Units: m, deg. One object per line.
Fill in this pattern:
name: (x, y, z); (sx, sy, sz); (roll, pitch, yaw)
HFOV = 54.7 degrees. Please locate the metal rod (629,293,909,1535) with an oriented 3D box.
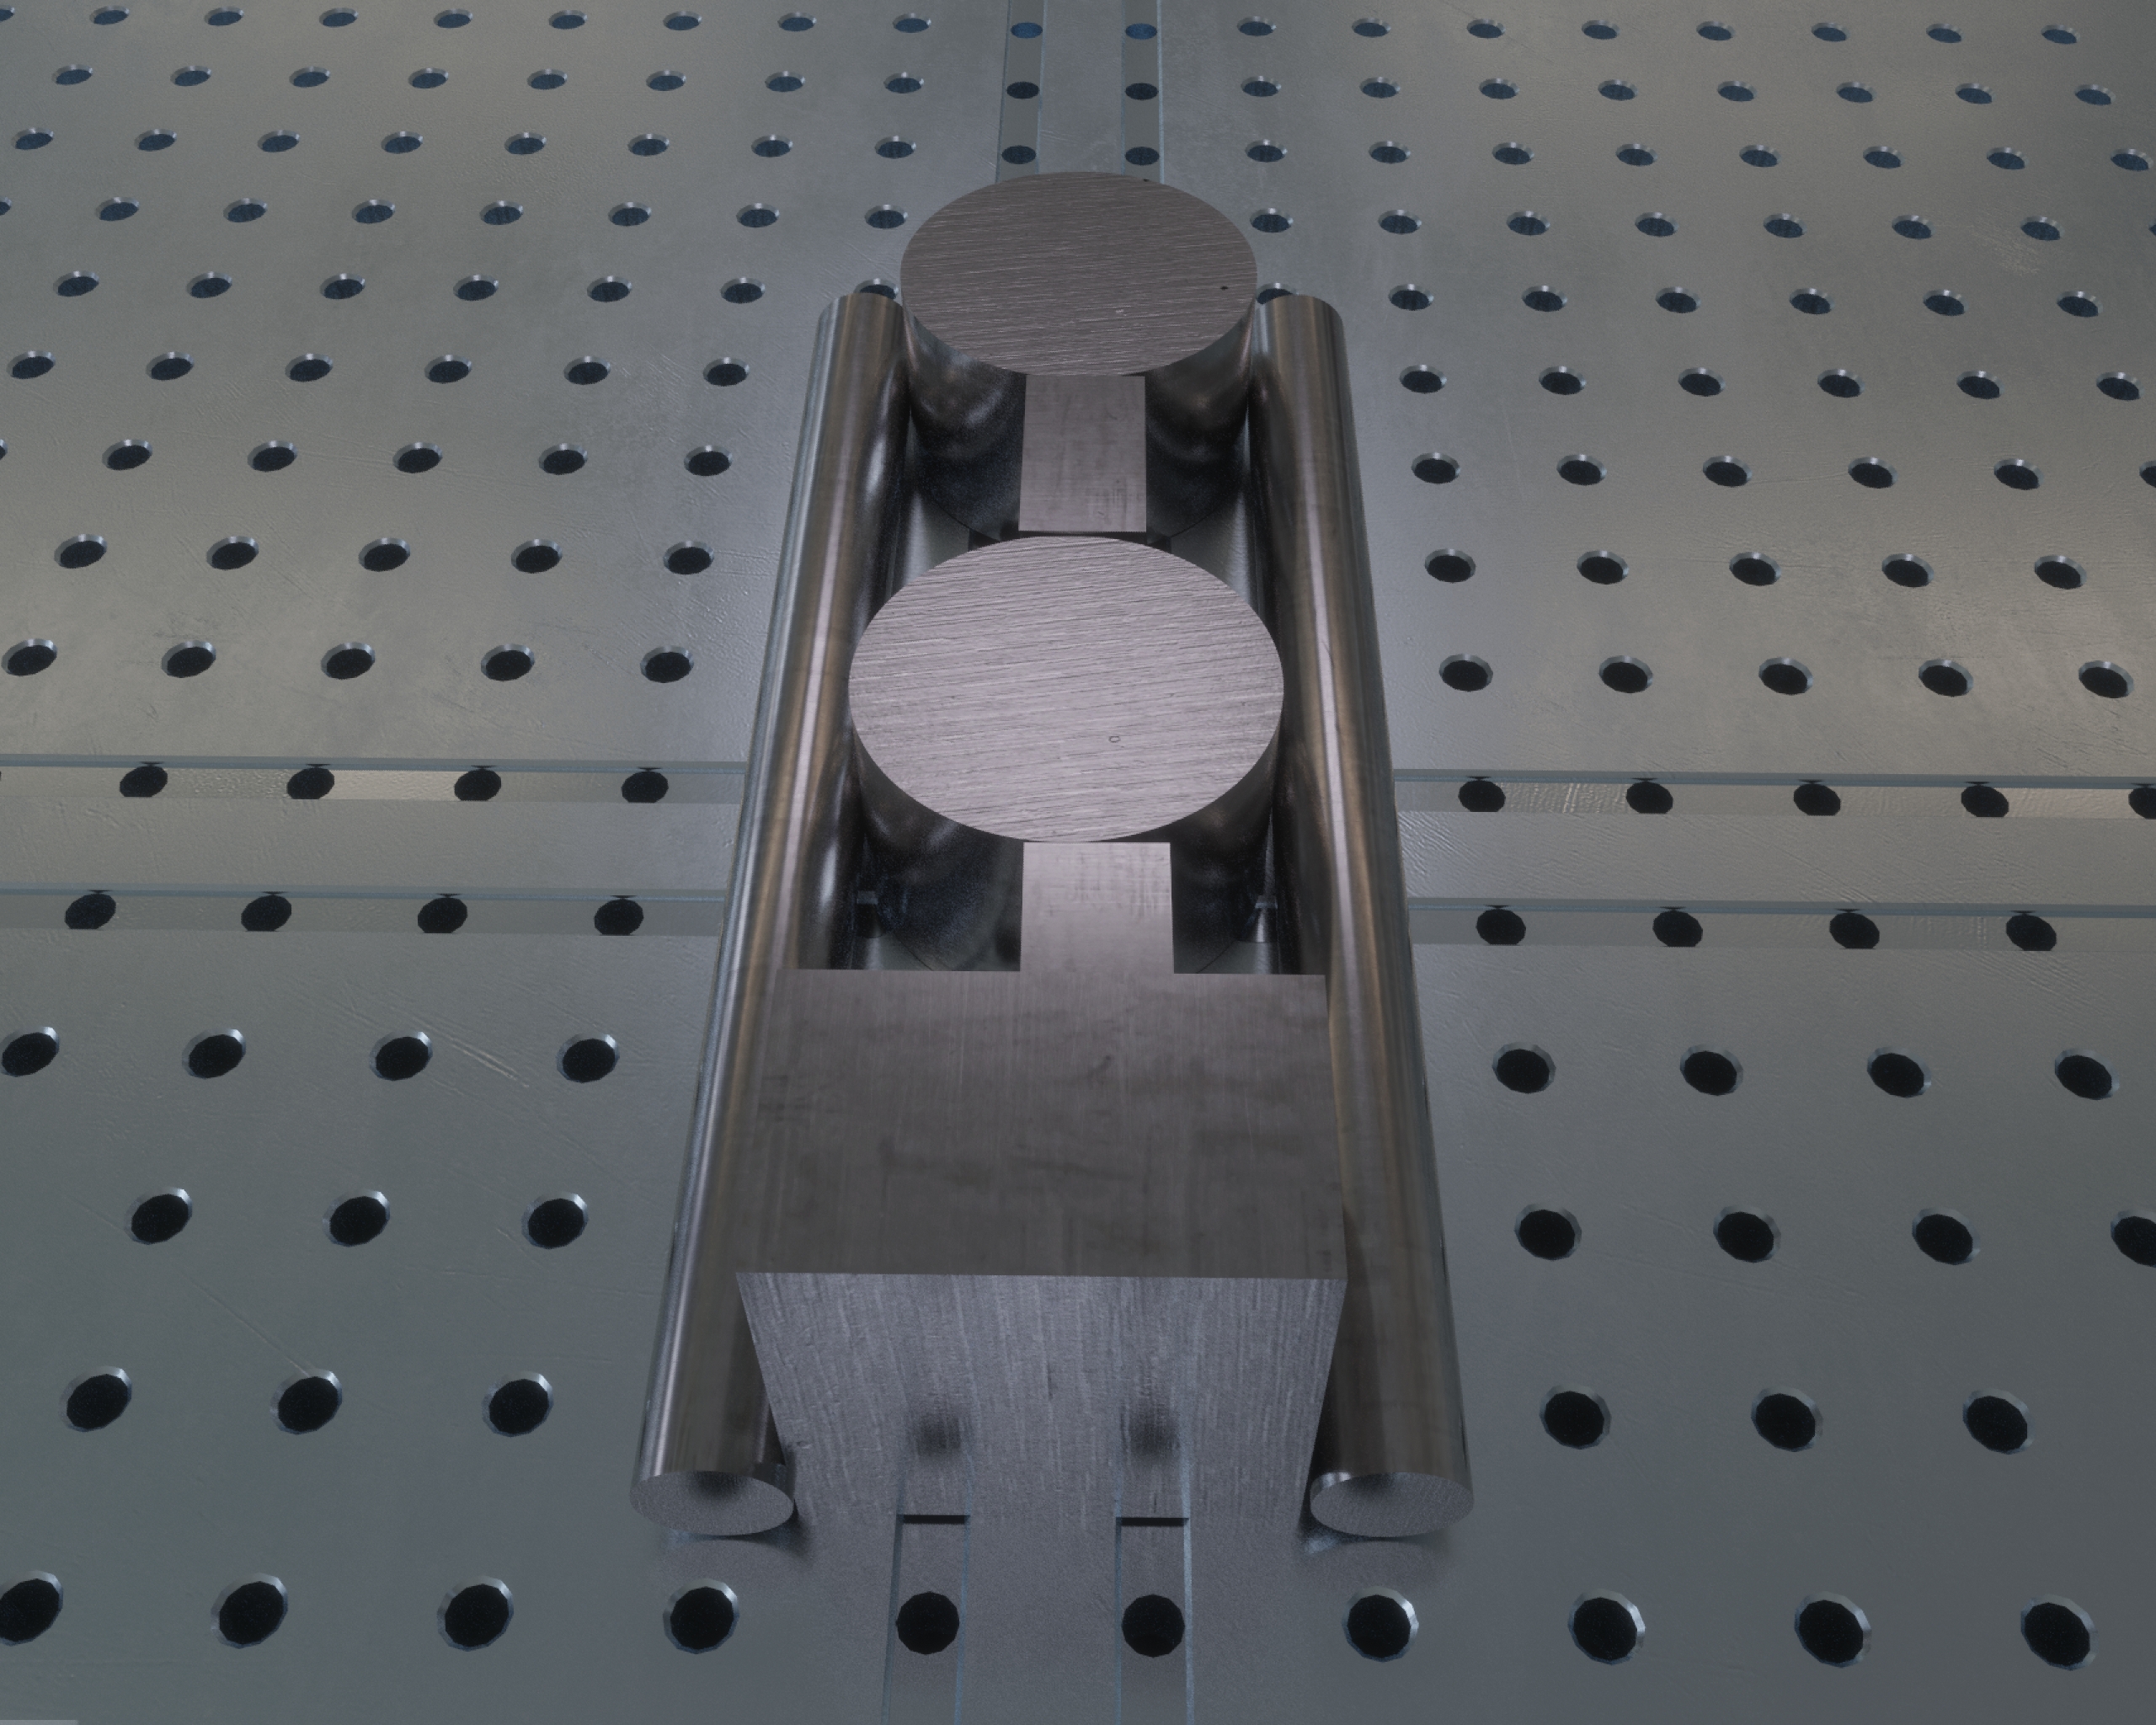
metal rod: (-0.054, -0.016, 0.419); (0.025, 0.025, 0.300); (1, 50, 1)

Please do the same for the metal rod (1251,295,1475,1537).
metal rod: (0.051, -0.015, 0.419); (0.025, 0.025, 0.300); (1, 50, 1)

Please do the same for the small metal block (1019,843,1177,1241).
small metal block: (0.003, 0.032, 0.364); (0.025, 0.050, 0.050); (0, 50, 0)

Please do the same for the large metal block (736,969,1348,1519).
large metal block: (-0.004, 0.061, 0.321); (0.080, 0.080, 0.050); (1, 50, 0)

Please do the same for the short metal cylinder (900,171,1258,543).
short metal cylinder: (0.000, -0.118, 0.490); (0.080, 0.050, 0.080); (0, 50, 0)

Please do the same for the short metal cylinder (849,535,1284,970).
short metal cylinder: (-0.002, -0.018, 0.406); (0.080, 0.050, 0.080); (0, 50, 0)

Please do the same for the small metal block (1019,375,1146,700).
small metal block: (0.001, -0.069, 0.447); (0.025, 0.050, 0.050); (1, 50, 1)
